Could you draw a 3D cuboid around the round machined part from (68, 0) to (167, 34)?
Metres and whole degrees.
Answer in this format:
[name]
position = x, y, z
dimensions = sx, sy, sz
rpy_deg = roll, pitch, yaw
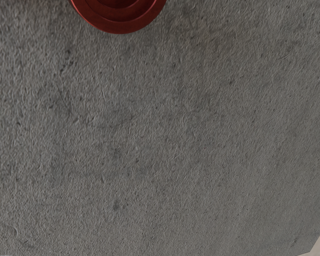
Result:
[round machined part]
position = -0.042, -0.141, 0.286
dimensions = 0.099, 0.042, 0.097
rpy_deg = -15, 125, -22
